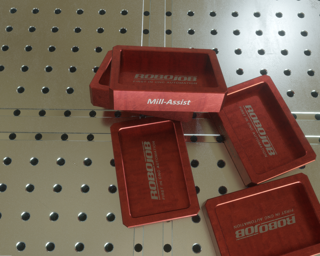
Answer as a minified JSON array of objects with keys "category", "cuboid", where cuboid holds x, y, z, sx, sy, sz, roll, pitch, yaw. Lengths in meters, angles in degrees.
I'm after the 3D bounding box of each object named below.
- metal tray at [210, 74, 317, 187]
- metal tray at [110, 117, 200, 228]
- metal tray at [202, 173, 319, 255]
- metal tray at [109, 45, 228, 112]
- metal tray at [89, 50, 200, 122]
[{"category":"metal tray","cuboid":[0.130,0.002,0.409,0.091,0.030,0.130,-20,71,-8]},{"category":"metal tray","cuboid":[-0.008,0.052,0.389,0.091,0.030,0.129,-9,70,-4]},{"category":"metal tray","cuboid":[0.126,0.114,0.368,0.131,0.030,0.090,-14,71,-6]},{"category":"metal tray","cuboid":[0.007,-0.061,0.374,0.131,0.030,0.090,1,46,-6]},{"category":"metal tray","cuboid":[-0.016,-0.058,0.411,0.131,0.030,0.090,10,45,3]}]
